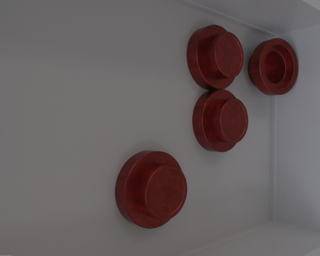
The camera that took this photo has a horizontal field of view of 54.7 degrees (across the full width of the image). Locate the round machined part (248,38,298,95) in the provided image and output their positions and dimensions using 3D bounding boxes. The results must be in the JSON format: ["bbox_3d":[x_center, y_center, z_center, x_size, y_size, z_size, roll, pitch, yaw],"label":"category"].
[{"bbox_3d":[0.196,-0.107,0.552,0.099,0.042,0.097,-1,92,-30],"label":"round machined part"}]

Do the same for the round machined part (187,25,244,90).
[{"bbox_3d":[0.090,-0.108,0.470,0.099,0.042,0.097,0,90,-40],"label":"round machined part"}]

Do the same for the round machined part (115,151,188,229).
[{"bbox_3d":[-0.004,0.078,0.393,0.099,0.042,0.097,0,90,-40],"label":"round machined part"}]

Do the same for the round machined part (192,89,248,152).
[{"bbox_3d":[0.099,-0.011,0.478,0.099,0.042,0.097,0,90,-40],"label":"round machined part"}]
